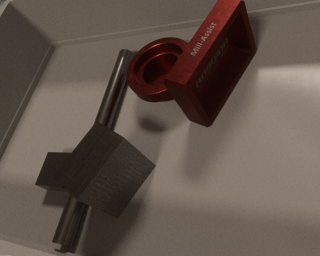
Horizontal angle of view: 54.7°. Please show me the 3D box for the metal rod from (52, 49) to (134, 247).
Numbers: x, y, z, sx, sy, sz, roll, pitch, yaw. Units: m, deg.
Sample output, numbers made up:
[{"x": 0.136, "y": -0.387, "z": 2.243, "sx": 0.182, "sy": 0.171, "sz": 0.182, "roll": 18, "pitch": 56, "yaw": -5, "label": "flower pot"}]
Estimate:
[{"x": -0.087, "y": 0.011, "z": 0.442, "sx": 0.025, "sy": 0.025, "sz": 0.300, "roll": 0, "pitch": 61, "yaw": 28, "label": "metal rod"}]

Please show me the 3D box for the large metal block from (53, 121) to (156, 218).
[{"x": -0.063, "y": 0.051, "z": 0.370, "sx": 0.050, "sy": 0.080, "sz": 0.080, "roll": 29, "pitch": 77, "yaw": 37, "label": "large metal block"}]

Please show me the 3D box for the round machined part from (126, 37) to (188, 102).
[{"x": 0.006, "y": -0.077, "z": 0.438, "sx": 0.098, "sy": 0.042, "sz": 0.098, "roll": -13, "pitch": 56, "yaw": 20, "label": "round machined part"}]

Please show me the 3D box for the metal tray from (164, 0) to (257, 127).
[{"x": 0.066, "y": -0.077, "z": 0.375, "sx": 0.030, "sy": 0.090, "sz": 0.130, "roll": 24, "pitch": 74, "yaw": 36, "label": "metal tray"}]

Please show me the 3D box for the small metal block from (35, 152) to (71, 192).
[{"x": -0.141, "y": 0.062, "z": 0.439, "sx": 0.050, "sy": 0.025, "sz": 0.050, "roll": -1, "pitch": 61, "yaw": 27, "label": "small metal block"}]
